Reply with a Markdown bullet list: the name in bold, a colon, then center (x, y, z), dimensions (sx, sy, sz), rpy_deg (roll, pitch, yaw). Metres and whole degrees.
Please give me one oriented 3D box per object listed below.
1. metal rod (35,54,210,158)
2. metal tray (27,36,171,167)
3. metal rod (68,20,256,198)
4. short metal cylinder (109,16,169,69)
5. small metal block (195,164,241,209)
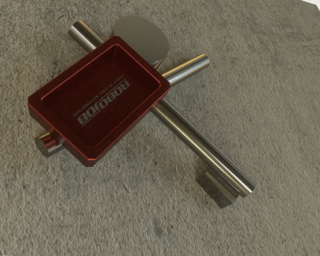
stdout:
- **metal rod**: center (-0.026, -0.045, 0.420), dimensions (0.302, 0.025, 0.025), rpy_deg (-34, 81, -38)
- **metal tray**: center (-0.062, -0.033, 0.340), dimensions (0.090, 0.030, 0.131), rpy_deg (43, 62, 2)
- **metal rod**: center (0.002, -0.025, 0.391), dimensions (0.300, 0.025, 0.025), rpy_deg (43, 51, 1)
- **short metal cylinder**: center (-0.034, -0.110, 0.439), dimensions (0.081, 0.050, 0.080), rpy_deg (14, 56, -21)
- **small metal block**: center (0.083, 0.069, 0.410), dimensions (0.050, 0.025, 0.050), rpy_deg (47, 51, 5)
